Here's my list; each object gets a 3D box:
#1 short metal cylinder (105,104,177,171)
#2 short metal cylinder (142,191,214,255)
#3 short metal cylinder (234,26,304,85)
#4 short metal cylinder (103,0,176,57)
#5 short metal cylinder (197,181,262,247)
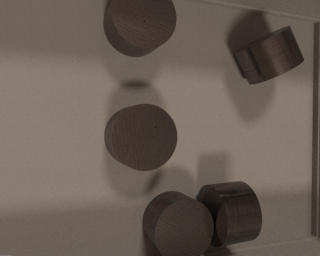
[{"bbox_3d":[-0.025,0.011,0.389,0.081,0.050,0.079,0,90,-20],"label":"short metal cylinder"},{"bbox_3d":[0.023,0.128,0.407,0.081,0.050,0.079,0,90,-21],"label":"short metal cylinder"},{"bbox_3d":[0.154,-0.103,0.440,0.080,0.080,0.050,-31,101,-18],"label":"short metal cylinder"},{"bbox_3d":[-0.026,-0.134,0.388,0.081,0.050,0.079,0,90,-20],"label":"short metal cylinder"},{"bbox_3d":[0.091,0.114,0.416,0.050,0.080,0.079,-2,91,-20],"label":"short metal cylinder"}]
